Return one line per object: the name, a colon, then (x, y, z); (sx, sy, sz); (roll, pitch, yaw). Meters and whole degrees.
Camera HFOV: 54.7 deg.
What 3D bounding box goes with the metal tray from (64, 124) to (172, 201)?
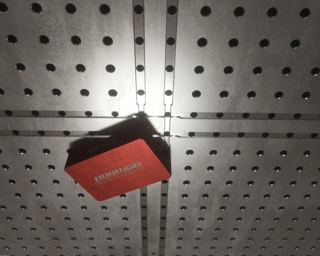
metal tray: (-0.060, 0.055, 0.454); (0.130, 0.030, 0.090); (-22, 127, 17)
